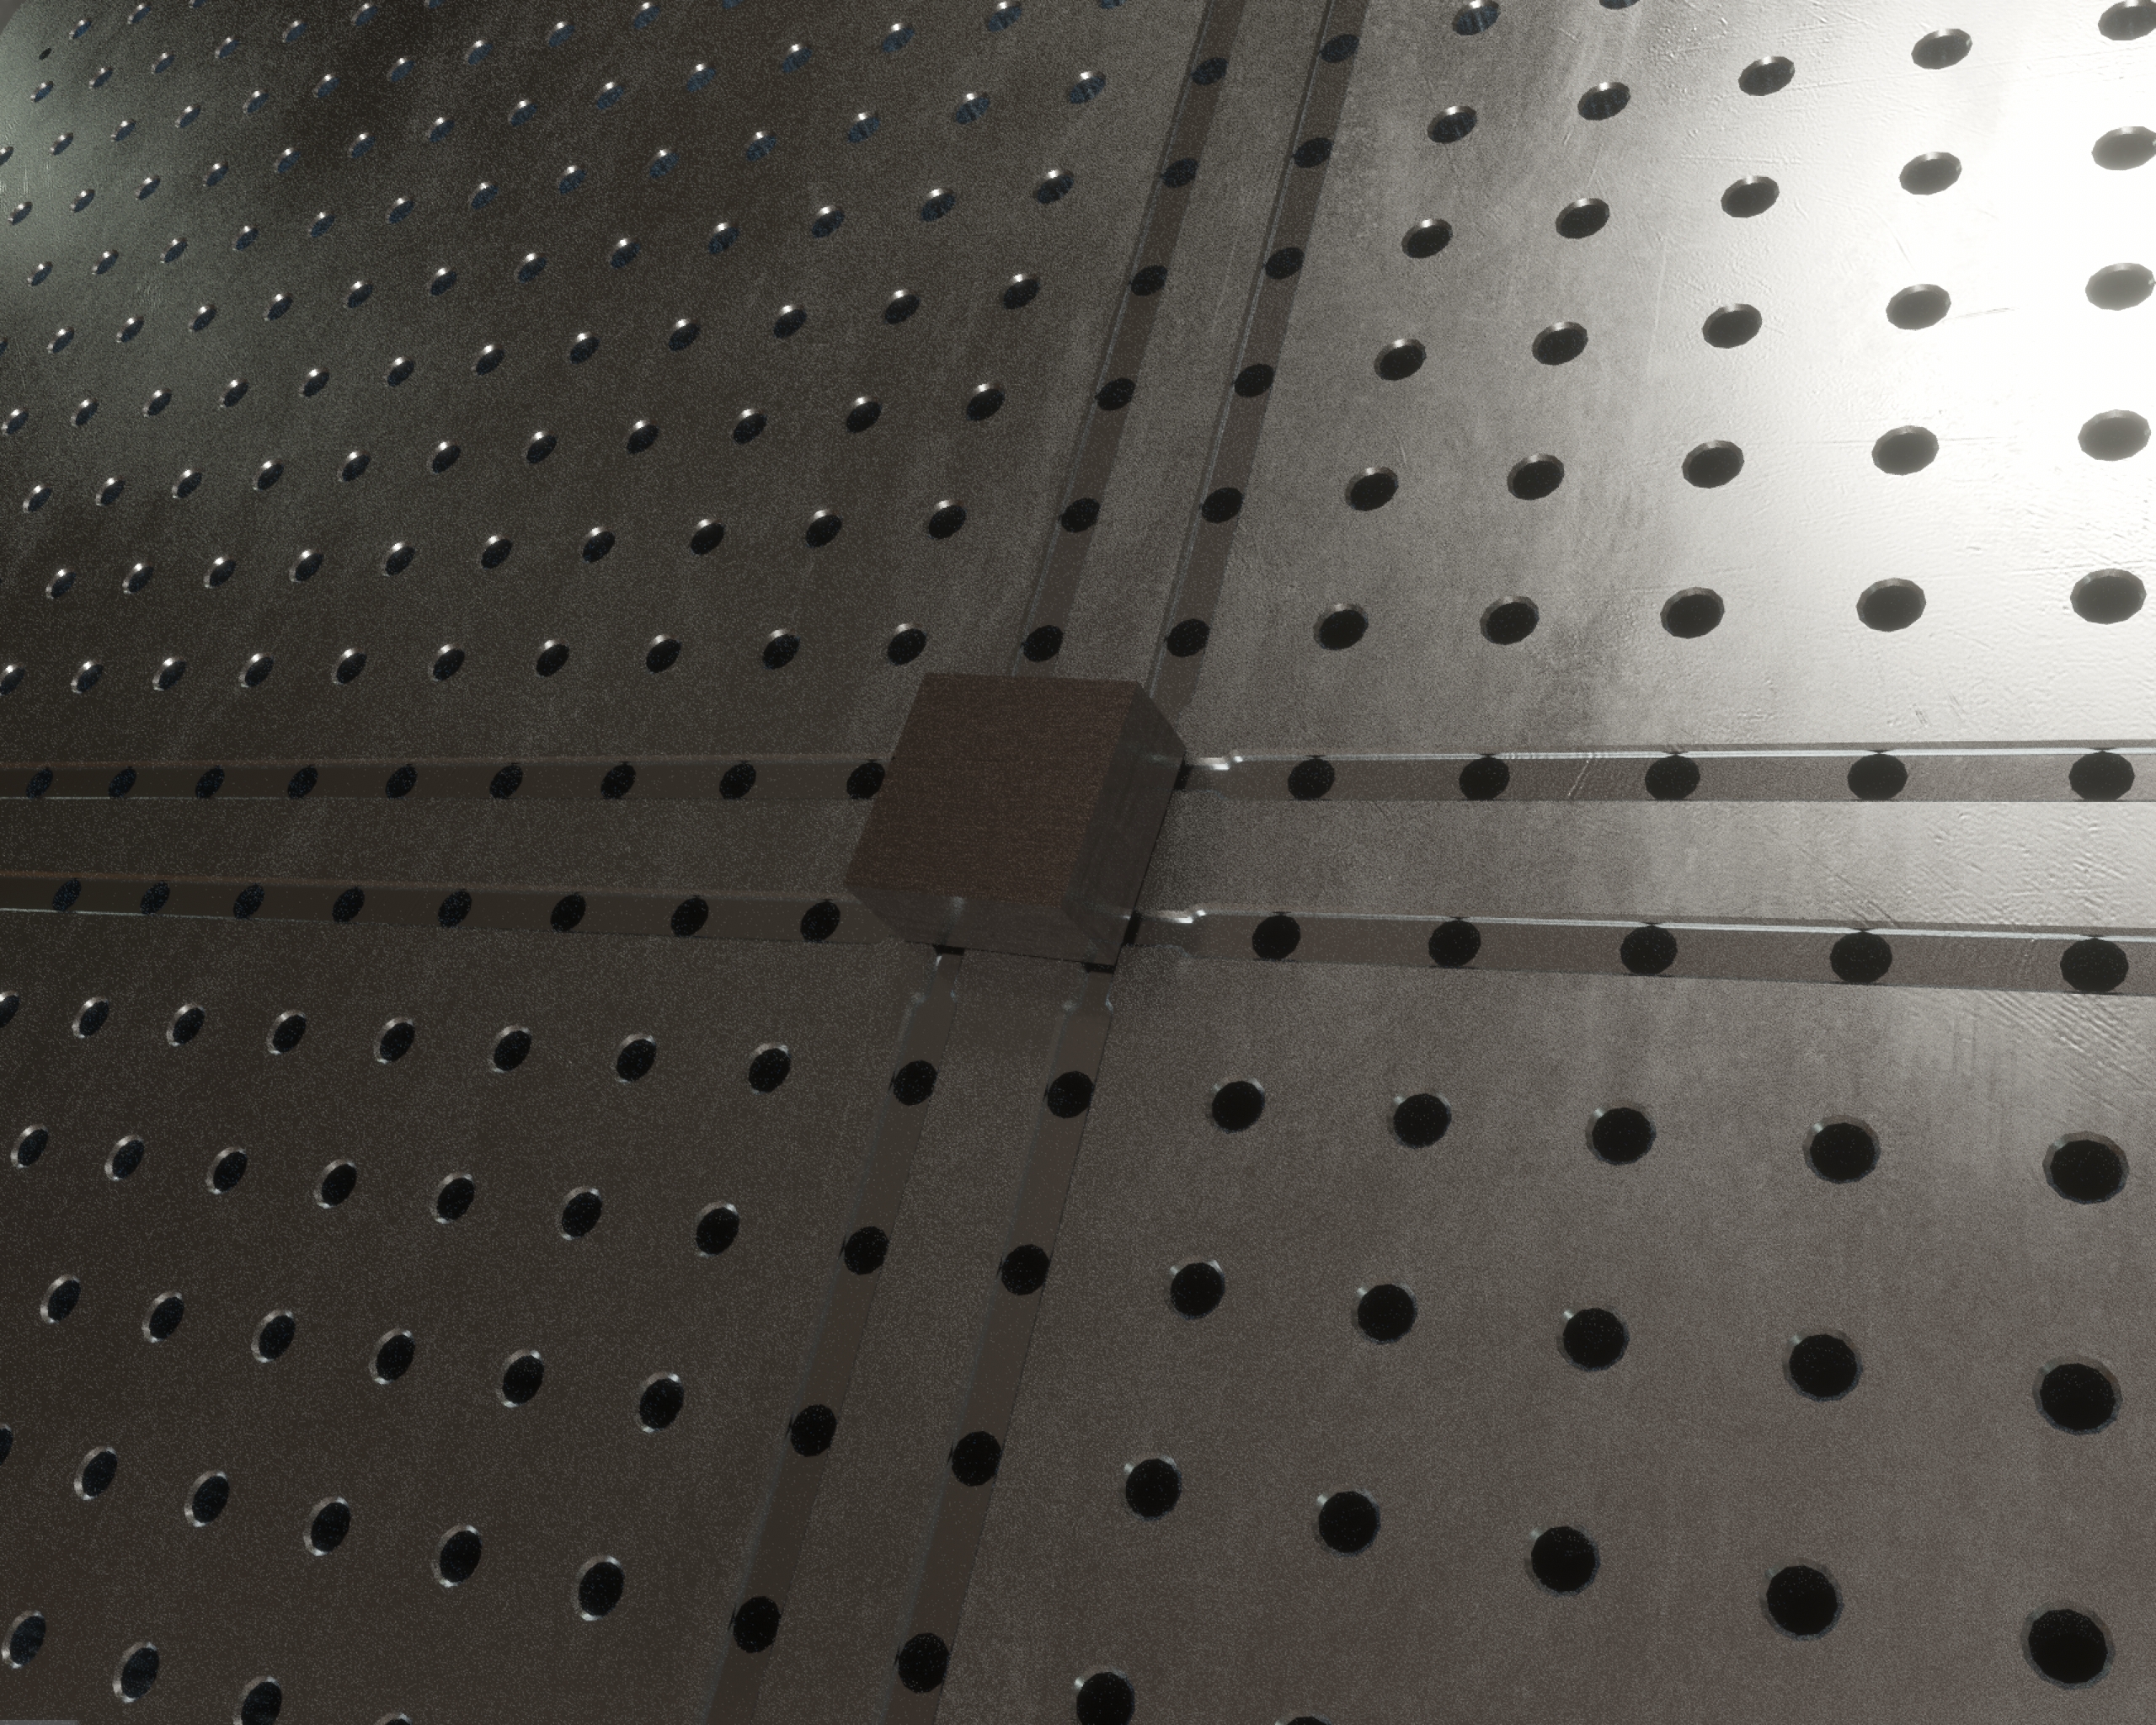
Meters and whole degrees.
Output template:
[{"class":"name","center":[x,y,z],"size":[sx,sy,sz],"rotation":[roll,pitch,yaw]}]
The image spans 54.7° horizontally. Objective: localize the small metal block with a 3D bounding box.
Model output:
[{"class":"small metal block","center":[-0.012,-0.010,0.419],"size":[0.050,0.025,0.050],"rotation":[5,64,30]}]
